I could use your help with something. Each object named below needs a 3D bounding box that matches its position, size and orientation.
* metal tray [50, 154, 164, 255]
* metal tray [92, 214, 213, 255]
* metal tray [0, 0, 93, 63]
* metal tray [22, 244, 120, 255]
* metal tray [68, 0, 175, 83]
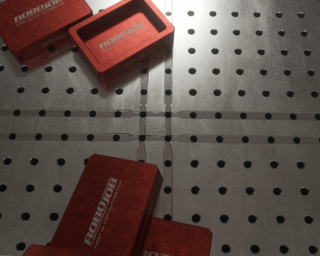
[{"bbox_3d":[-0.058,0.098,0.349,0.090,0.030,0.130,8,59,19],"label":"metal tray"},{"bbox_3d":[-0.012,0.149,0.354,0.131,0.030,0.090,11,70,3],"label":"metal tray"},{"bbox_3d":[-0.177,-0.167,0.468,0.131,0.030,0.090,-32,73,-11],"label":"metal tray"},{"bbox_3d":[-0.070,0.166,0.308,0.131,0.089,0.030,3,27,9],"label":"metal tray"},{"bbox_3d":[-0.055,-0.136,0.458,0.131,0.030,0.090,-33,74,-12],"label":"metal tray"}]
